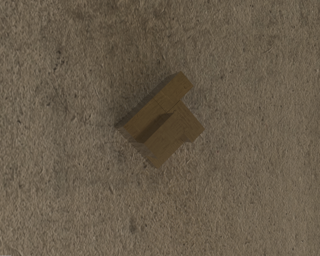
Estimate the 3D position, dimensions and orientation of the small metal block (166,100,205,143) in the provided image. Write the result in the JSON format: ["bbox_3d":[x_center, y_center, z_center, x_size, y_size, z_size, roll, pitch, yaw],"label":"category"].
[{"bbox_3d":[0.024,-0.008,0.407,0.025,0.050,0.050,-45,105,-14],"label":"small metal block"}]

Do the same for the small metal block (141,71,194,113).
[{"bbox_3d":[0.008,-0.044,0.401,0.050,0.050,0.025,-45,105,-15],"label":"small metal block"}]

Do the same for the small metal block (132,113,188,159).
[{"bbox_3d":[-0.001,0.009,0.371,0.050,0.050,0.025,-45,105,-15],"label":"small metal block"}]

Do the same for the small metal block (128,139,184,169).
[{"bbox_3d":[-0.006,0.018,0.409,0.050,0.025,0.050,-44,104,-15],"label":"small metal block"}]

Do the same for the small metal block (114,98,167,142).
[{"bbox_3d":[-0.026,-0.010,0.388,0.050,0.050,0.025,-45,105,-15],"label":"small metal block"}]
